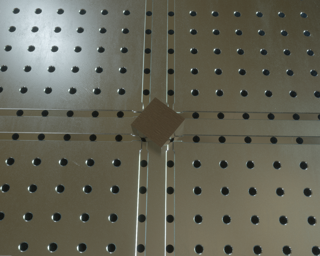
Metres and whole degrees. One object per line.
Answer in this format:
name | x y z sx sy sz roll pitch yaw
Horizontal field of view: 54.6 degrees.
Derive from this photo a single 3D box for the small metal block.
small metal block | -0.002 -0.004 0.413 0.050 0.025 0.050 37 74 12
